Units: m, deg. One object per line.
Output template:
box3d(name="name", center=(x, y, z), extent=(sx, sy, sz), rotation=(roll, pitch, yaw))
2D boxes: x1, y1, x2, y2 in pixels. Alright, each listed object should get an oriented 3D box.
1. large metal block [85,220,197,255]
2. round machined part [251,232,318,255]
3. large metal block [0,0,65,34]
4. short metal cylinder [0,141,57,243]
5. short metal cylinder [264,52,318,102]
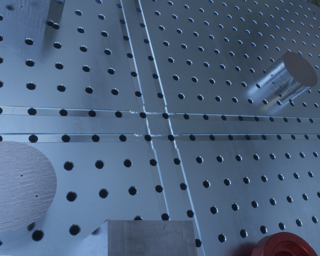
box3d(name="large metal block", center=(-0.021, 0.121, 0.288), extent=(0.081, 0.080, 0.050), rotation=(8, 58, -24))
box3d(name="round machined part", center=(0.146, 0.178, 0.367), extent=(0.099, 0.042, 0.098), rotation=(14, 56, -21))
box3d(name="large metal block", center=(-0.167, -0.182, 0.394), extent=(0.080, 0.080, 0.050), rotation=(29, 52, -10))
box3d(name="short metal cylinder", center=(-0.140, 0.059, 0.281), extent=(0.081, 0.050, 0.080), rotation=(14, 56, -21))
box3d(name="short metal cylinder", center=(0.245, -0.096, 0.582), extent=(0.081, 0.050, 0.080), rotation=(14, 56, -21))
